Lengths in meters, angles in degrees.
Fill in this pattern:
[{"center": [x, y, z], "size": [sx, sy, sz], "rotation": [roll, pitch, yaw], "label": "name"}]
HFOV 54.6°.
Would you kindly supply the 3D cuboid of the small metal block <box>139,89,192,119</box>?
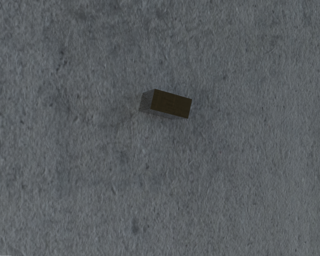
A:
[{"center": [0.006, -0.029, 0.398], "size": [0.050, 0.050, 0.025], "rotation": [13, 86, -20], "label": "small metal block"}]
